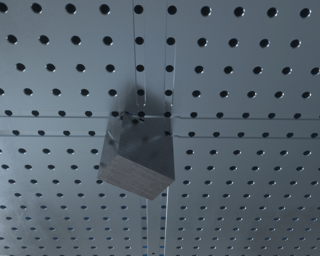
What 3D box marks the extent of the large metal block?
[{"bbox_3d":[-0.029,0.037,0.407,0.080,0.080,0.050,28,125,-22],"label":"large metal block"}]
